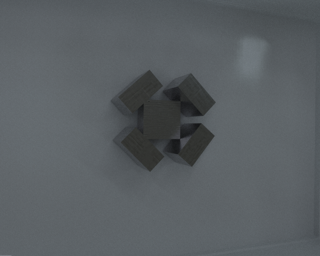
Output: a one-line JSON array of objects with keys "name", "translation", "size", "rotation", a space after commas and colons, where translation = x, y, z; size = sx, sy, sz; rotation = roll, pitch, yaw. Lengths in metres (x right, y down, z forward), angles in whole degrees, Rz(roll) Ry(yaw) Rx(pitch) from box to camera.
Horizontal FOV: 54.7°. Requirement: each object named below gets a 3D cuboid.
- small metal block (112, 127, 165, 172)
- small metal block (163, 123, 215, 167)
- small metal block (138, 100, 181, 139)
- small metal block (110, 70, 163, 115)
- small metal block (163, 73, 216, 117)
[{"name": "small metal block", "translation": [-0.028, 0.025, 0.385], "size": [0.025, 0.050, 0.050], "rotation": [-46, 104, -13]}, {"name": "small metal block", "translation": [0.037, 0.021, 0.408], "size": [0.025, 0.050, 0.050], "rotation": [42, 76, -16]}, {"name": "small metal block", "translation": [-0.001, -0.011, 0.408], "size": [0.050, 0.025, 0.050], "rotation": [1, 90, -20]}, {"name": "small metal block", "translation": [-0.030, -0.043, 0.384], "size": [0.050, 0.050, 0.025], "rotation": [-43, 103, -14]}, {"name": "small metal block", "translation": [0.037, -0.042, 0.408], "size": [0.025, 0.050, 0.050], "rotation": [-47, 106, -15]}]
